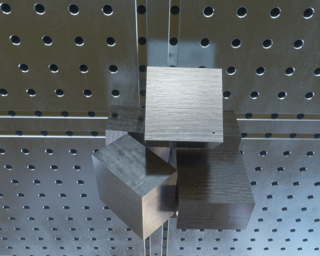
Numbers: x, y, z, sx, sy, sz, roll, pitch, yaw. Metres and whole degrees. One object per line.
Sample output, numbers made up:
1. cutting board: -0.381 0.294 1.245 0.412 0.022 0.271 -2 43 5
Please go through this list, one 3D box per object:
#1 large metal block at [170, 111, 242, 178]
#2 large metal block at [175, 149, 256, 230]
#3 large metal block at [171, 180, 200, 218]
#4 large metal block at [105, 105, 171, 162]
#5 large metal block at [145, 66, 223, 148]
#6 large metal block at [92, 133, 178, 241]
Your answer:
1. large metal block: 0.056 0.023 0.415 0.080 0.050 0.080 2 130 -2
2. large metal block: 0.059 0.072 0.371 0.080 0.080 0.050 1 130 -1
3. large metal block: 0.016 0.097 0.451 0.080 0.050 0.080 2 175 -1
4. large metal block: -0.029 0.020 0.412 0.080 0.050 0.080 5 130 -5
5. large metal block: 0.025 -0.021 0.348 0.080 0.080 0.050 2 168 -2
6. large metal block: -0.029 0.066 0.355 0.080 0.050 0.080 33 140 32
